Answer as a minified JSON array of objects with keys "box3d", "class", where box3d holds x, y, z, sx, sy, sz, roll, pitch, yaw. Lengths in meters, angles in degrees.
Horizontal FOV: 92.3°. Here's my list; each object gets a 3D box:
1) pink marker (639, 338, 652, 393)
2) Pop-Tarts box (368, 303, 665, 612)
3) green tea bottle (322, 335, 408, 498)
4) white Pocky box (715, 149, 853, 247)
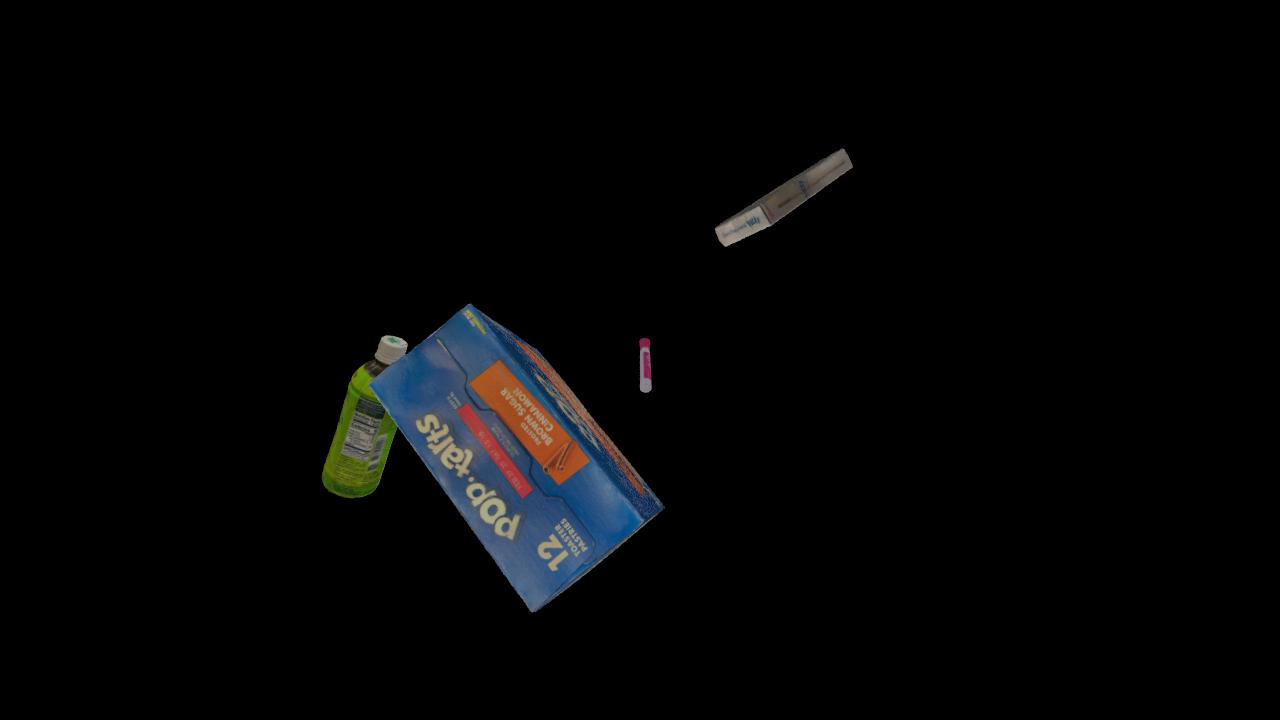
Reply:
[{"box3d":[0.009,0.005,1.007,0.020,0.020,0.121,0,42,0],"class":"pink marker"},{"box3d":[-0.071,0.063,0.414,0.083,0.167,0.141,-41,-13,-1],"class":"Pop-Tarts box"},{"box3d":[-0.328,0.068,0.753,0.073,0.212,0.073,24,19,-9],"class":"green tea bottle"},{"box3d":[0.162,-0.182,0.689,0.154,0.028,0.084,-36,10,-27],"class":"white Pocky box"}]
